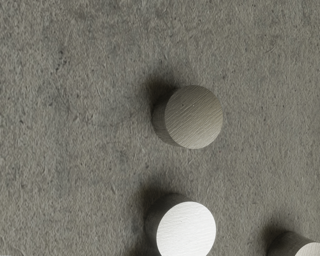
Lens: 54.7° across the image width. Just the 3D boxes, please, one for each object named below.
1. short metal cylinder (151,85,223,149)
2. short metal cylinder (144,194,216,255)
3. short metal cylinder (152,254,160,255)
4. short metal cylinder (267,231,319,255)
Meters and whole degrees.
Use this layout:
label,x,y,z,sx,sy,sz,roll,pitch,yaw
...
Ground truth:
label,x,y,z,sx,sy,sz,roll,pitch,yaw
short metal cylinder,0.035,-0.014,0.408,0.081,0.050,0.080,0,90,-20
short metal cylinder,0.025,0.130,0.405,0.081,0.050,0.080,0,90,-20
short metal cylinder,0.011,0.211,0.400,0.081,0.050,0.080,0,90,-20
short metal cylinder,0.213,0.207,0.474,0.081,0.050,0.080,0,90,-20
